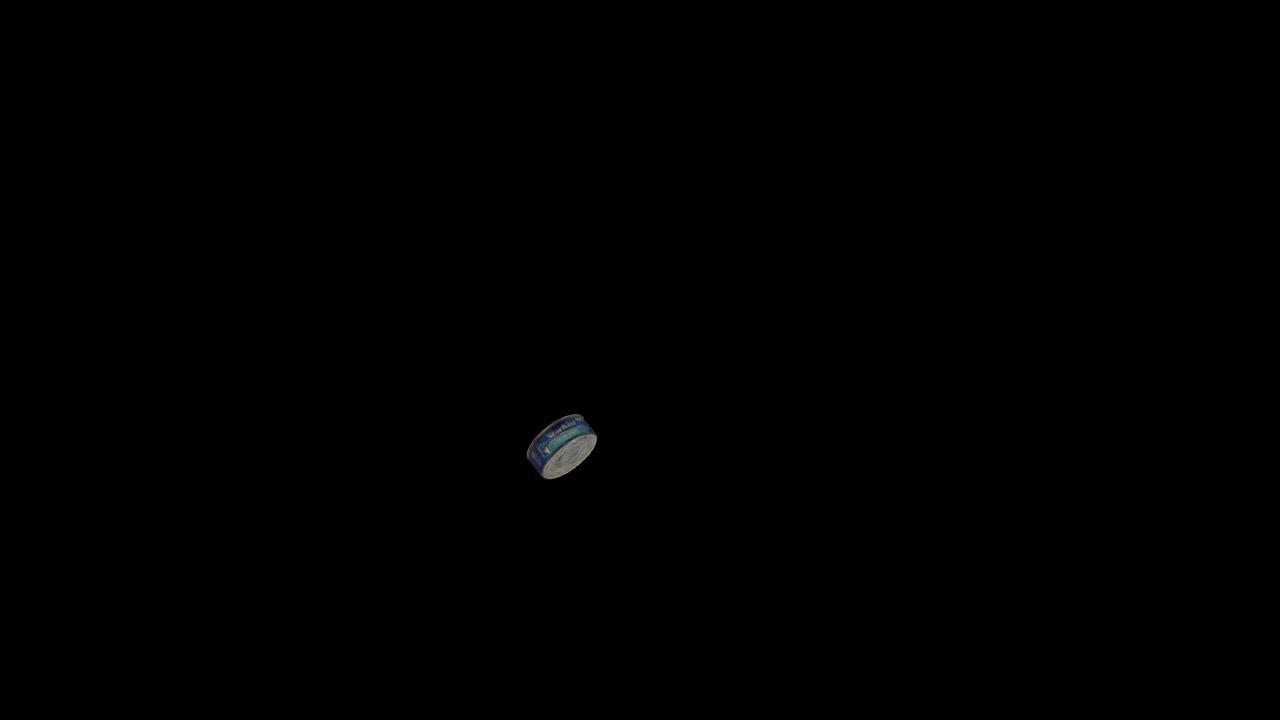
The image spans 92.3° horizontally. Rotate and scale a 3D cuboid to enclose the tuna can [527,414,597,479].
[{"bbox_3d":[-0.094,0.107,0.751,0.034,0.084,0.084,48,25,24],"label":"tuna can"}]
